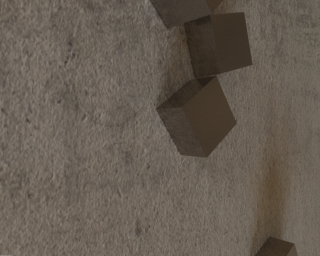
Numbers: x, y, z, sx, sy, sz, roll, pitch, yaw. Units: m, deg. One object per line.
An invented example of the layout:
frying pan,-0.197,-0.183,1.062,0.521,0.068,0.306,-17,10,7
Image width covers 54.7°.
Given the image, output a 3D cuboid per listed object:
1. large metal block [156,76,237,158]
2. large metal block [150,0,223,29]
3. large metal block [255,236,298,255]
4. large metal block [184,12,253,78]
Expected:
large metal block,0.053,-0.016,0.436,0.080,0.050,0.080,-43,116,-32
large metal block,0.028,-0.183,0.394,0.080,0.080,0.050,52,59,-28
large metal block,0.217,0.265,0.574,0.081,0.050,0.080,-33,111,-35
large metal block,0.089,-0.125,0.465,0.081,0.050,0.079,-21,104,-38
